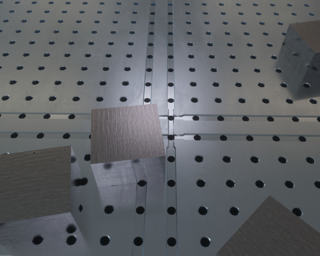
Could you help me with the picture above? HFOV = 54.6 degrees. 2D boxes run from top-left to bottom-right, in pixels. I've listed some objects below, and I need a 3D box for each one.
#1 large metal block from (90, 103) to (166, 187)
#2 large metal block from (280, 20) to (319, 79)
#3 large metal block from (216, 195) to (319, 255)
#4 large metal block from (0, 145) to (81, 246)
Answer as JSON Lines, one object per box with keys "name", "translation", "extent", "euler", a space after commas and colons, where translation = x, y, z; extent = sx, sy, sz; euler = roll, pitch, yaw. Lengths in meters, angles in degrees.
{"name": "large metal block", "translation": [-0.039, 0.020, 0.375], "extent": [0.080, 0.050, 0.080], "euler": [-6, 50, -5]}
{"name": "large metal block", "translation": [0.258, -0.129, 0.502], "extent": [0.080, 0.050, 0.080], "euler": [-9, 51, -8]}
{"name": "large metal block", "translation": [0.106, 0.125, 0.287], "extent": [0.080, 0.050, 0.080], "euler": [-36, 59, -26]}
{"name": "large metal block", "translation": [-0.131, 0.070, 0.332], "extent": [0.080, 0.050, 0.080], "euler": [-8, 50, -6]}
